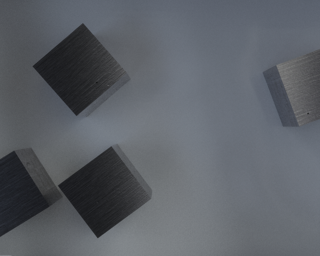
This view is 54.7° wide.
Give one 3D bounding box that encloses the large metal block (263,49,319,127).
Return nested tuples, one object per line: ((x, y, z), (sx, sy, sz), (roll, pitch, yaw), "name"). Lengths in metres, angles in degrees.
((0.193, -0.053, 0.400), (0.080, 0.050, 0.080), (-20, 90, 0), "large metal block")

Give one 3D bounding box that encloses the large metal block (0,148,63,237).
((-0.188, 0.082, 0.397), (0.080, 0.050, 0.080), (-32, 90, 0), "large metal block")

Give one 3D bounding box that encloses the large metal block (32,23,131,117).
((-0.097, -0.071, 0.398), (0.080, 0.050, 0.080), (-41, 90, 0), "large metal block")

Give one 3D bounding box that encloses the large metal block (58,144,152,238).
((-0.067, 0.077, 0.398), (0.080, 0.050, 0.080), (-37, 90, 0), "large metal block")
